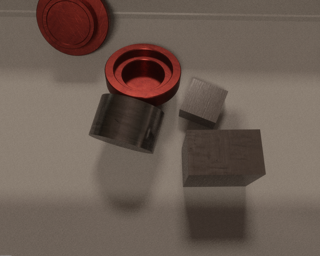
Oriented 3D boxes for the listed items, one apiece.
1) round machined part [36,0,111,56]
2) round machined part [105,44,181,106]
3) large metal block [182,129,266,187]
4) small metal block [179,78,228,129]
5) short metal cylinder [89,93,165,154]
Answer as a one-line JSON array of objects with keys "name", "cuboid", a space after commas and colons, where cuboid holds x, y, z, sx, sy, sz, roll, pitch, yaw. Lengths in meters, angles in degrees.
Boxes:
[{"name": "round machined part", "cuboid": [-0.119, -0.146, 0.422, 0.099, 0.097, 0.042, 1, 29, 0]}, {"name": "round machined part", "cuboid": [-0.022, -0.065, 0.416, 0.099, 0.042, 0.098, 2, 56, -2]}, {"name": "large metal block", "cuboid": [0.070, 0.039, 0.367, 0.081, 0.080, 0.050, -1, 70, -1]}, {"name": "small metal block", "cuboid": [0.059, -0.033, 0.422, 0.050, 0.025, 0.050, 22, 71, 7]}, {"name": "short metal cylinder", "cuboid": [-0.040, -0.004, 0.378, 0.080, 0.080, 0.050, 15, 80, 5]}]
